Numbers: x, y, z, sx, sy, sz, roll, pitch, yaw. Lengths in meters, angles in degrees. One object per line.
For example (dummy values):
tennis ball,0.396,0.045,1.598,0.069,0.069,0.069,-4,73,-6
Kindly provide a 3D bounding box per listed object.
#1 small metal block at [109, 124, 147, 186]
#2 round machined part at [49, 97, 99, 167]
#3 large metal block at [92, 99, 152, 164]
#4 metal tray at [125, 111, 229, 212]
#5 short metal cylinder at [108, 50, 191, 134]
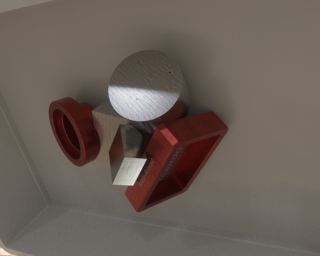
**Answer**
small metal block,-0.039,0.032,0.363,0.025,0.050,0.050,8,132,-23
round machined part,-0.114,0.002,0.440,0.098,0.042,0.097,30,133,39
large metal block,-0.039,0.009,0.415,0.080,0.050,0.079,14,124,20
metal tray,0.018,0.043,0.379,0.030,0.091,0.129,50,134,28
short metal cylinder,-0.010,-0.038,0.343,0.080,0.080,0.050,15,169,19
